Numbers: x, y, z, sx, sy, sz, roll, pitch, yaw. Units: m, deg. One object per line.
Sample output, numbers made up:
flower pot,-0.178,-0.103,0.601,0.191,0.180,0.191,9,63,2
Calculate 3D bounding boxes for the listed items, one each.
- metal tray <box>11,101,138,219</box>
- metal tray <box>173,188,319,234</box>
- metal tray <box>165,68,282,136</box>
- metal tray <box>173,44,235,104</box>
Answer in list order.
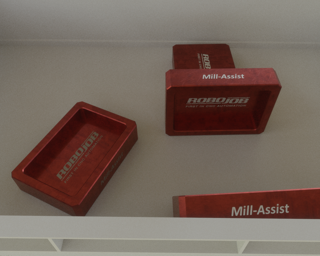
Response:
metal tray,-0.096,0.031,0.374,0.090,0.030,0.130,21,53,16
metal tray,0.080,0.077,0.296,0.131,0.090,0.030,-3,77,-2
metal tray,0.072,-0.030,0.388,0.131,0.090,0.030,-1,50,-1
metal tray,0.067,-0.076,0.466,0.091,0.030,0.130,-1,50,-1
